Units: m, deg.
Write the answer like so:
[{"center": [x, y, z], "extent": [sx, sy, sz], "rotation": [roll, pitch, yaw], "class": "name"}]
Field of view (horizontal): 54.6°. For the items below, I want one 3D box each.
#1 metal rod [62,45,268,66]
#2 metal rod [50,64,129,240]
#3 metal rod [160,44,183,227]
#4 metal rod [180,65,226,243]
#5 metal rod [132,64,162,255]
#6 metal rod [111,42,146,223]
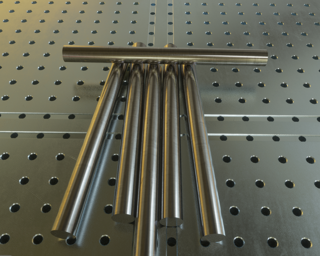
[{"center": [0.007, -0.109, 0.467], "extent": [0.302, 0.025, 0.025], "rotation": [1, 50, 1], "class": "metal rod"}, {"center": [-0.079, -0.005, 0.410], "extent": [0.025, 0.025, 0.300], "rotation": [6, 50, 5], "class": "metal rod"}, {"center": [0.015, -0.016, 0.423], "extent": [0.025, 0.025, 0.300], "rotation": [1, 50, 1], "class": "metal rod"}, {"center": [0.048, -0.003, 0.411], "extent": [0.025, 0.025, 0.300], "rotation": [-2, 50, -1], "class": "metal rod"}, {"center": [-0.012, 0.024, 0.388], "extent": [0.025, 0.025, 0.300], "rotation": [1, 50, 1], "class": "metal rod"}, {"center": [-0.037, -0.019, 0.424], "extent": [0.025, 0.025, 0.300], "rotation": [1, 50, 1], "class": "metal rod"}]
